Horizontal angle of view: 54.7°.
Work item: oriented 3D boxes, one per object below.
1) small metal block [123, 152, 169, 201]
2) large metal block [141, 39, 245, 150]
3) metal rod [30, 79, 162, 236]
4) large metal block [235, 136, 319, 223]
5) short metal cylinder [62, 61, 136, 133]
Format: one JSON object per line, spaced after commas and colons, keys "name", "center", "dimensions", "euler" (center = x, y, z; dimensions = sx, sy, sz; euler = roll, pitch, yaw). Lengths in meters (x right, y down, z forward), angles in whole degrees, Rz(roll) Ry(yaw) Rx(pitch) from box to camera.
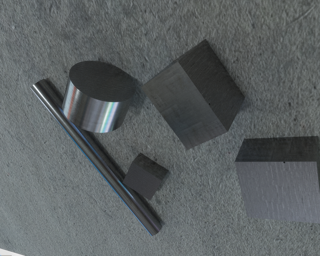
{"name": "small metal block", "center": [-0.022, 0.073, 0.464], "dimensions": [0.050, 0.025, 0.050], "euler": [32, 129, 7]}
{"name": "large metal block", "center": [0.039, -0.037, 0.328], "dimensions": [0.050, 0.080, 0.080], "euler": [-29, 103, 37]}
{"name": "metal rod", "center": [-0.095, 0.052, 0.488], "dimensions": [0.025, 0.025, 0.299], "euler": [-29, 103, 37]}
{"name": "large metal block", "center": [0.138, 0.058, 0.354], "dimensions": [0.080, 0.050, 0.080], "euler": [-4, 117, 30]}
{"name": "short metal cylinder", "center": [-0.076, -0.040, 0.387], "dimensions": [0.080, 0.080, 0.050], "euler": [32, 129, 7]}
